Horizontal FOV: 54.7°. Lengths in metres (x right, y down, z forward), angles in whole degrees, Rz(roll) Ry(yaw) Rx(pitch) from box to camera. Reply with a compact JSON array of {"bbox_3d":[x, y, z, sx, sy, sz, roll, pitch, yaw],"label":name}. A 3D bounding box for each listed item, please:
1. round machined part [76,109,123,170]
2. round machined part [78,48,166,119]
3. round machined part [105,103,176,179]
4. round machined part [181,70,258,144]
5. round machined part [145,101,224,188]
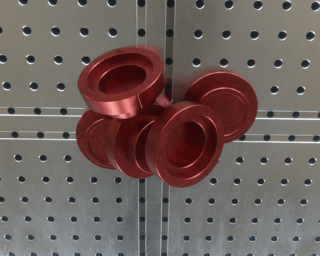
[{"bbox_3d":[-0.062,0.012,0.408,0.099,0.042,0.097,0,110,-1],"label":"round machined part"},{"bbox_3d":[-0.041,-0.049,0.361,0.099,0.098,0.042,-12,135,4],"label":"round machined part"},{"bbox_3d":[-0.014,0.018,0.385,0.099,0.042,0.097,-12,110,-36],"label":"round machined part"},{"bbox_3d":[0.077,-0.023,0.397,0.099,0.042,0.097,0,110,-1],"label":"round machined part"},{"bbox_3d":[0.024,0.016,0.359,0.099,0.042,0.097,-12,112,-31],"label":"round machined part"}]
